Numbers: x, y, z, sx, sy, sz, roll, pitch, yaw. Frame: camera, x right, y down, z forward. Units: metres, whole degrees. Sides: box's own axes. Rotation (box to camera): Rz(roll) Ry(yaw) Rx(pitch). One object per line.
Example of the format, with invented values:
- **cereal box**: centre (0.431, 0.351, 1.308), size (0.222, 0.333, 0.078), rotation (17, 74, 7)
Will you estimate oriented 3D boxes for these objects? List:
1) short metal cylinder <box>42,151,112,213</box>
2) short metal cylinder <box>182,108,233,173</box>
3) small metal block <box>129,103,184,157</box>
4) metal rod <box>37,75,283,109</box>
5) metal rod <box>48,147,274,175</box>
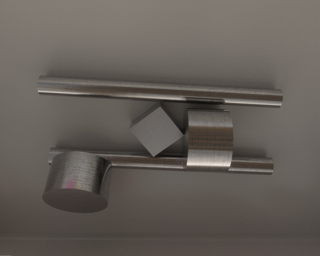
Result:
- **short metal cylinder**: centre (-0.105, 0.072, 0.403), size (0.081, 0.050, 0.080), rotation (1, 144, 1)
- **short metal cylinder**: centre (0.057, 0.015, 0.387), size (0.050, 0.080, 0.079), rotation (2, 110, -1)
- **small metal block**: centre (-0.004, 0.001, 0.410), size (0.050, 0.025, 0.050), rotation (-36, 107, 12)
- **metal rod**: centre (0.002, -0.045, 0.392), size (0.302, 0.025, 0.025), rotation (3, 110, -2)
- **metal rod**: centre (0.003, 0.046, 0.426), size (0.302, 0.025, 0.025), rotation (3, 110, -2)
